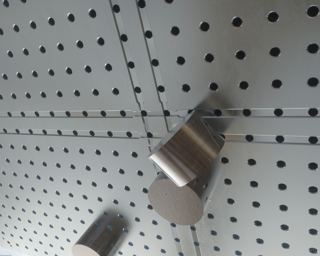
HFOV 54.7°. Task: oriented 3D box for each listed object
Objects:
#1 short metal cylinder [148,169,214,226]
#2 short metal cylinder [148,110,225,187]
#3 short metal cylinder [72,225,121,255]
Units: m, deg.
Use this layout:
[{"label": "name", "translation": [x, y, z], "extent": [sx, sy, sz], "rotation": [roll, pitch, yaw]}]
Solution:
[{"label": "short metal cylinder", "translation": [0.030, 0.089, 0.434], "extent": [0.080, 0.050, 0.079], "rotation": [13, 124, 21]}, {"label": "short metal cylinder", "translation": [0.031, 0.024, 0.374], "extent": [0.050, 0.080, 0.080], "rotation": [45, 129, -3]}, {"label": "short metal cylinder", "translation": [-0.125, 0.239, 0.609], "extent": [0.080, 0.050, 0.079], "rotation": [13, 124, 21]}]
